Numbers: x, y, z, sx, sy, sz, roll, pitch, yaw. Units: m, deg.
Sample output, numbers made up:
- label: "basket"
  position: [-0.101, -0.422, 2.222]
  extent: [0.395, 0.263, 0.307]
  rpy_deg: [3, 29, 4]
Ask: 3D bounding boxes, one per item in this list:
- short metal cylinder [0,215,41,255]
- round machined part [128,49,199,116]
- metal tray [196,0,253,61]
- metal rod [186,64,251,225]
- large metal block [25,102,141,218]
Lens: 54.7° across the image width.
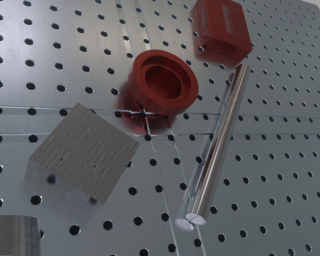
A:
- label: "short metal cylinder"
  position: [-0.135, 0.102, 0.238]
  extent: [0.081, 0.080, 0.050]
  rpy_deg: [2, 61, -27]
- label: "round machined part"
  position: [0.001, -0.058, 0.433]
  extent: [0.099, 0.042, 0.098]
  rpy_deg: [14, 56, -21]
- label: "metal tray"
  position: [0.121, -0.196, 0.590]
  extent: [0.091, 0.030, 0.130]
  rpy_deg: [12, 57, -22]
- label: "metal rod"
  position: [0.096, 0.002, 0.458]
  extent: [0.025, 0.025, 0.301]
  rpy_deg: [33, 51, -7]
- label: "large metal block"
  position: [-0.080, 0.034, 0.328]
  extent: [0.080, 0.050, 0.080]
  rpy_deg: [34, 51, -6]
